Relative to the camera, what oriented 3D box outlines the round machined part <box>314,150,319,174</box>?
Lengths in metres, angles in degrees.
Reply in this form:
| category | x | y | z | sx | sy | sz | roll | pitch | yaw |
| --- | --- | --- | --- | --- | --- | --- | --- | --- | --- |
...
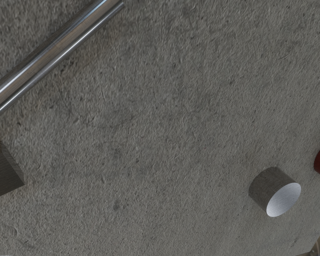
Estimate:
| category | x | y | z | sx | sy | sz | roll | pitch | yaw |
| --- | --- | --- | --- | --- | --- | --- | --- | --- | --- |
| round machined part | 0.375 | 0.066 | 0.646 | 0.099 | 0.042 | 0.097 | -14 | 125 | -21 |

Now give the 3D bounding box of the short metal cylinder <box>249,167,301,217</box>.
| category | x | y | z | sx | sy | sz | roll | pitch | yaw |
| --- | --- | --- | --- | --- | --- | --- | --- | --- | --- |
| short metal cylinder | 0.217 | 0.121 | 0.588 | 0.081 | 0.050 | 0.079 | -14 | 125 | -21 |

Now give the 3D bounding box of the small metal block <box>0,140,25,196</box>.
| category | x | y | z | sx | sy | sz | roll | pitch | yaw |
| --- | --- | --- | --- | --- | --- | --- | --- | --- | --- |
| small metal block | -0.185 | 0.049 | 0.337 | 0.050 | 0.025 | 0.050 | -25 | 128 | -13 |

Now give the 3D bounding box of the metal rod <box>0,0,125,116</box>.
| category | x | y | z | sx | sy | sz | roll | pitch | yaw |
| --- | --- | --- | --- | --- | --- | --- | --- | --- | --- |
| metal rod | -0.156 | -0.030 | 0.303 | 0.300 | 0.025 | 0.025 | -41 | 130 | 0 |
